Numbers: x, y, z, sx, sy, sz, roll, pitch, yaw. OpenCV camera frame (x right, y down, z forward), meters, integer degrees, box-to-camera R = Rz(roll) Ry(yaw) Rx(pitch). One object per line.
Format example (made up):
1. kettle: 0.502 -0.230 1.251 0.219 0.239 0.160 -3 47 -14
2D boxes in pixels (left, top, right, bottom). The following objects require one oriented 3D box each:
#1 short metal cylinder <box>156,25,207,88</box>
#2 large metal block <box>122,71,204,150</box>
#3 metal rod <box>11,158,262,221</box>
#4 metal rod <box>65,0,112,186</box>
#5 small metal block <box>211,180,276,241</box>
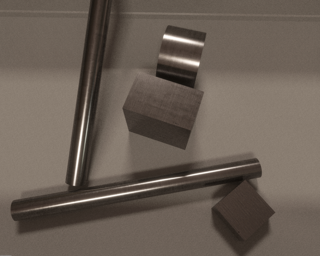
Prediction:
1. short metal cylinder: 0.028 -0.092 0.414 0.050 0.080 0.080 13 71 4
2. large metal block: 0.004 -0.018 0.387 0.080 0.080 0.050 18 71 6
3. metal rod: -0.025 0.075 0.381 0.302 0.025 0.025 -9 71 -4
4. metal rod: -0.081 -0.078 0.373 0.025 0.025 0.298 9 95 3
5. small metal block: 0.100 0.100 0.375 0.050 0.025 0.050 -37 75 -13
